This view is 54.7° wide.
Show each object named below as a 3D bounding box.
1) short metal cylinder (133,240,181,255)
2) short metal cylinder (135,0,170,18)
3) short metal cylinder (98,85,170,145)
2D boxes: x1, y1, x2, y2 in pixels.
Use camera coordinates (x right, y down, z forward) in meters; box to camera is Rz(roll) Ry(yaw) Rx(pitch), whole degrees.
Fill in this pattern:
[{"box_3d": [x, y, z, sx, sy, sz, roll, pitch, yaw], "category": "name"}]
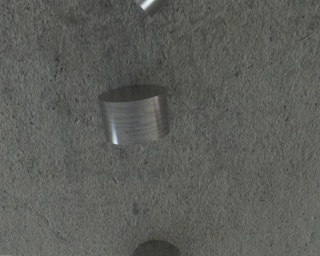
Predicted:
[{"box_3d": [-0.005, 0.222, 0.478, 0.081, 0.050, 0.079, 0, 110, 0], "category": "short metal cylinder"}, {"box_3d": [-0.017, -0.163, 0.320, 0.050, 0.080, 0.080, -40, 105, 13], "category": "short metal cylinder"}, {"box_3d": [-0.030, -0.018, 0.373, 0.080, 0.080, 0.050, -6, 110, 2], "category": "short metal cylinder"}]
